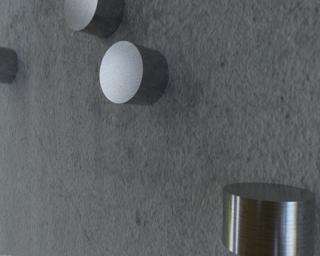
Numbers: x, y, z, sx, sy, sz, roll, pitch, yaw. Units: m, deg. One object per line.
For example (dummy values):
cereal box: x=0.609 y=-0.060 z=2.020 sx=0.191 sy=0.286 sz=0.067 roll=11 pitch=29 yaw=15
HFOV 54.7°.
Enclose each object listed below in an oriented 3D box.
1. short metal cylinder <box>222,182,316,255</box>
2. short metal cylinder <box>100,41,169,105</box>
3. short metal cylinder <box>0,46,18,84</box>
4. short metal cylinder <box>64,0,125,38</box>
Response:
short metal cylinder: x=0.099 y=0.083 z=0.287 sx=0.080 sy=0.081 sz=0.050 roll=2 pitch=91 yaw=39
short metal cylinder: x=-0.035 y=-0.071 z=0.416 sx=0.080 sy=0.050 sz=0.079 roll=0 pitch=90 yaw=39
short metal cylinder: x=-0.355 y=-0.139 z=0.677 sx=0.080 sy=0.050 sz=0.079 roll=0 pitch=90 yaw=39
short metal cylinder: x=-0.100 y=-0.182 z=0.469 sx=0.080 sy=0.050 sz=0.079 roll=0 pitch=90 yaw=39
